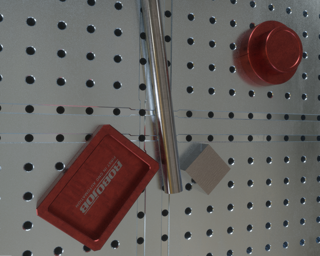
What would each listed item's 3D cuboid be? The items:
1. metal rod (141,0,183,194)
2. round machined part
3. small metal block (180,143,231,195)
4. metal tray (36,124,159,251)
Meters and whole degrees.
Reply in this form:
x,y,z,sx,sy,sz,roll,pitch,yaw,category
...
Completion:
x,y,z,sx,sy,sz,roll,pitch,yaw,category
0.001,-0.062,0.413,0.025,0.025,0.298,-8,93,-20,metal rod
0.175,-0.115,0.470,0.099,0.042,0.097,0,90,-21,round machined part
0.063,0.057,0.437,0.050,0.025,0.050,-46,105,-14,small metal block
-0.074,0.071,0.383,0.090,0.030,0.130,40,77,-16,metal tray
